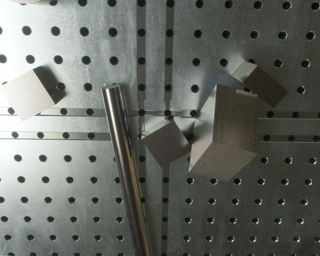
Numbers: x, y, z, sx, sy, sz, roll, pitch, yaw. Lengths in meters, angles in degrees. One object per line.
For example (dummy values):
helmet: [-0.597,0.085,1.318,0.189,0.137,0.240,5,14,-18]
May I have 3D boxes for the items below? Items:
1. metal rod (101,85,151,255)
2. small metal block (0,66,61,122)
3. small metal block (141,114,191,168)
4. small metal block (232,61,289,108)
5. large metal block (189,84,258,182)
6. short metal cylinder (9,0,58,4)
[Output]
metal rod: [-0.043,0.086,0.444,0.025,0.025,0.298,-7,110,2]
small metal block: [-0.165,-0.044,0.395,0.050,0.025,0.050,-25,109,8]
small metal block: [0.010,0.018,0.420,0.050,0.025,0.050,-31,108,10]
small metal block: [0.122,-0.055,0.381,0.050,0.050,0.025,36,104,-13]
large metal block: [0.075,0.008,0.371,0.050,0.080,0.080,15,146,-6]
short metal cylinder: [-0.141,-0.176,0.333,0.081,0.050,0.079,0,110,-1]
